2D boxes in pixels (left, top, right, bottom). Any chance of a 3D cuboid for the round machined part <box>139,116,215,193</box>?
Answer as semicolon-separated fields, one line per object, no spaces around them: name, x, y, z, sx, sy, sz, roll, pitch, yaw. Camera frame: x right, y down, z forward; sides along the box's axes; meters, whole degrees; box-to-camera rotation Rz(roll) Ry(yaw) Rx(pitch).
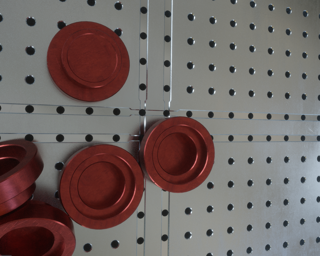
round machined part;0.019;0.034;0.412;0.099;0.042;0.097;0;90;-21

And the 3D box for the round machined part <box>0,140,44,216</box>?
round machined part;-0.168;0.054;0.316;0.099;0.098;0.042;-21;118;-19

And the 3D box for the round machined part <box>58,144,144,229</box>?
round machined part;-0.072;0.068;0.375;0.099;0.042;0.097;1;87;-24

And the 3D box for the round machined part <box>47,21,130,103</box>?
round machined part;-0.084;-0.080;0.373;0.099;0.042;0.097;0;90;-21

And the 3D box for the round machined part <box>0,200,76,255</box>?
round machined part;-0.144;0.118;0.336;0.099;0.042;0.097;-11;125;-16
